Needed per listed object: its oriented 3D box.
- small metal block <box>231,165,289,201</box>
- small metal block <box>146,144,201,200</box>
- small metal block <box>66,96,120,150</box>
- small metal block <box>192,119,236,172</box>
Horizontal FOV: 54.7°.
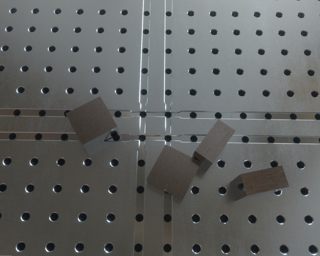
[{"bbox_3d":[0.119,0.068,0.375,0.050,0.050,0.025,-11,71,-4],"label":"small metal block"},{"bbox_3d":[0.018,0.056,0.391,0.050,0.025,0.050,26,72,9],"label":"small metal block"},{"bbox_3d":[-0.089,-0.006,0.413,0.050,0.025,0.050,-29,73,-10],"label":"small metal block"},{"bbox_3d":[0.066,0.023,0.391,0.025,0.050,0.050,35,73,11],"label":"small metal block"}]
